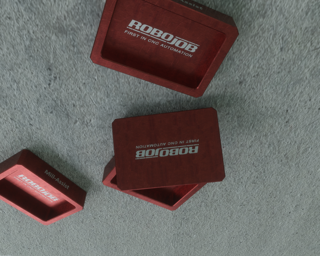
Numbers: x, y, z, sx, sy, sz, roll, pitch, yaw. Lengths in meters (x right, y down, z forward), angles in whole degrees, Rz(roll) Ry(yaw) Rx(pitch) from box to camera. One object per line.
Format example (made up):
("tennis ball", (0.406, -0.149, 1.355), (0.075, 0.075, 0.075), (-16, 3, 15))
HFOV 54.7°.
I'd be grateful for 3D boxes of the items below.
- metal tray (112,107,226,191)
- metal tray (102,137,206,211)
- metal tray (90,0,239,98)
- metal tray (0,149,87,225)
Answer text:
("metal tray", (0.010, 0.027, 0.390), (0.131, 0.090, 0.030), (-7, 173, 5))
("metal tray", (-0.008, 0.071, 0.463), (0.131, 0.030, 0.090), (26, 125, -21))
("metal tray", (0.003, -0.092, 0.325), (0.131, 0.030, 0.089), (17, 128, -14))
("metal tray", (-0.193, 0.097, 0.484), (0.090, 0.030, 0.130), (-28, 125, 21))
